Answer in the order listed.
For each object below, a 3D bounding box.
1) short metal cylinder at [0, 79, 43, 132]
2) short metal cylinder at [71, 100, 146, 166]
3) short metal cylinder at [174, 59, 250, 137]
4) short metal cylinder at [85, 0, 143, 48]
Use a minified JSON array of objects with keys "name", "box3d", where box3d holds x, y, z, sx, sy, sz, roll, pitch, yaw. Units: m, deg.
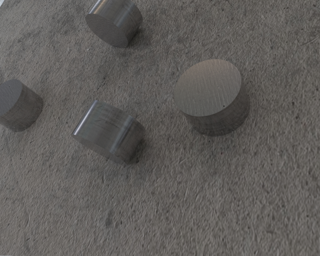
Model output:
[{"name":"short metal cylinder","box3d":[-0.256,-0.039,0.547,0.080,0.050,0.080,-13,56,21]},{"name":"short metal cylinder","box3d":[-0.065,0.007,0.399,0.080,0.080,0.050,17,71,35]},{"name":"short metal cylinder","box3d":[0.064,-0.036,0.377,0.080,0.050,0.080,-13,56,21]},{"name":"short metal cylinder","box3d":[-0.076,-0.181,0.520,0.080,0.080,0.050,18,72,35]}]
